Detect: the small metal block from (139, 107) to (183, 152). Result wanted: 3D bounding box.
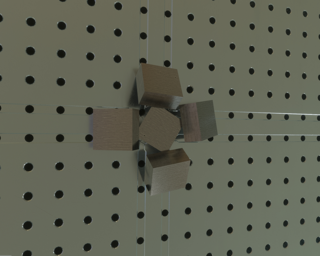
[{"bbox_3d":[-0.004,0.001,0.412,0.050,0.025,0.050,33,79,-18],"label":"small metal block"}]

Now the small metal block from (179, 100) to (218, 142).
[{"bbox_3d":[0.053,-0.010,0.421,0.050,0.025,0.050,-14,96,-55],"label":"small metal block"}]

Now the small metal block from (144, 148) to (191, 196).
[{"bbox_3d":[0.009,0.057,0.404,0.050,0.025,0.050,-10,129,-20],"label":"small metal block"}]

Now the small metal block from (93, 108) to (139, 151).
[{"bbox_3d":[-0.054,0.002,0.381,0.050,0.025,0.050,0,90,14],"label":"small metal block"}]

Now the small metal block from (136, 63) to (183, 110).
[{"bbox_3d":[-0.002,-0.054,0.400,0.050,0.025,0.050,7,52,-20],"label":"small metal block"}]
